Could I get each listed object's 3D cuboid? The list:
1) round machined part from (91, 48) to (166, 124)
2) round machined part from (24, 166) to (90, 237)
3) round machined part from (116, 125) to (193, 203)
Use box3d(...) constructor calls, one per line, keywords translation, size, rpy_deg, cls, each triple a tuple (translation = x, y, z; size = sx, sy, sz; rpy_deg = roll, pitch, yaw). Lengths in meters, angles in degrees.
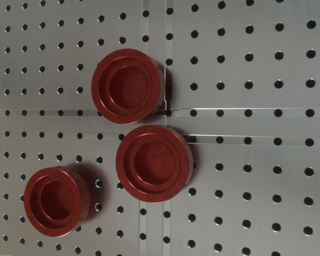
box3d(translation=(-0.039, -0.053, 0.416), size=(0.098, 0.042, 0.097), rpy_deg=(0, 90, 19), cls="round machined part")
box3d(translation=(-0.145, 0.104, 0.453), size=(0.098, 0.042, 0.097), rpy_deg=(0, 90, 19), cls="round machined part")
box3d(translation=(-0.004, 0.045, 0.404), size=(0.098, 0.042, 0.097), rpy_deg=(0, 90, 19), cls="round machined part")
